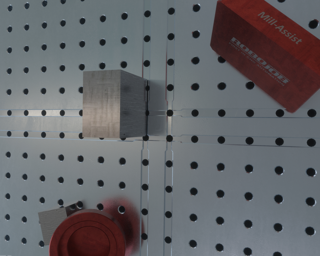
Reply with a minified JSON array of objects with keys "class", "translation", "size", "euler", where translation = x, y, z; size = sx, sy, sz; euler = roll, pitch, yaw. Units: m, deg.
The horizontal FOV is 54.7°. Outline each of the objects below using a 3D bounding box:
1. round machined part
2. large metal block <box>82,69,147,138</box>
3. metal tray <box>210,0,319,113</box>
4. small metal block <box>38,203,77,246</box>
[{"class":"round machined part","translation":[-0.096,0.160,0.425],"size":[0.099,0.042,0.097],"euler":[0,88,-5]},{"class":"large metal block","translation":[-0.056,-0.028,0.403],"size":[0.050,0.080,0.079],"euler":[1,90,20]},{"class":"metal tray","translation":[0.116,-0.082,0.334],"size":[0.030,0.090,0.130],"euler":[-44,75,-9]},{"class":"small metal block","translation":[-0.150,0.145,0.465],"size":[0.050,0.025,0.050],"euler":[-15,85,19]}]
